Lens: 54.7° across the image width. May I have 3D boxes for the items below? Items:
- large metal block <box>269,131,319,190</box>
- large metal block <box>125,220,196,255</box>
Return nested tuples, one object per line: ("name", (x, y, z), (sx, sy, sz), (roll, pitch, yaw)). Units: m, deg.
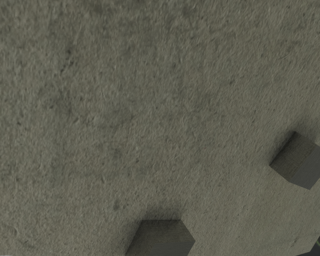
("large metal block", (0.267, 0.062, 0.579), (0.080, 0.050, 0.080), (22, 106, -37))
("large metal block", (-0.001, 0.201, 0.517), (0.081, 0.050, 0.079), (11, 113, -34))
